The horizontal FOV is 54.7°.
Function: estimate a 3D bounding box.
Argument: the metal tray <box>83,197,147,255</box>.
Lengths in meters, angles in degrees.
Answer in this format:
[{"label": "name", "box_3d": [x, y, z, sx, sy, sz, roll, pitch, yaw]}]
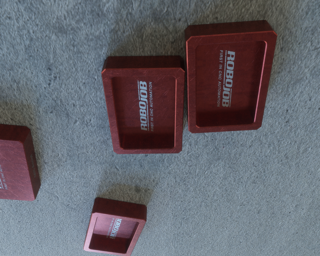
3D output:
[{"label": "metal tray", "box_3d": [-0.083, 0.181, 0.557, 0.091, 0.030, 0.129, 12, 129, -11]}]

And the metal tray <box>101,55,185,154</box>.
[{"label": "metal tray", "box_3d": [-0.017, -0.024, 0.383, 0.091, 0.030, 0.129, -1, 130, 0]}]

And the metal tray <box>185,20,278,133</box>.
[{"label": "metal tray", "box_3d": [0.076, -0.053, 0.358, 0.091, 0.030, 0.129, -4, 130, 2]}]

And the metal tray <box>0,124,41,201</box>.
[{"label": "metal tray", "box_3d": [-0.229, 0.052, 0.445, 0.091, 0.030, 0.129, 5, 130, -5]}]
